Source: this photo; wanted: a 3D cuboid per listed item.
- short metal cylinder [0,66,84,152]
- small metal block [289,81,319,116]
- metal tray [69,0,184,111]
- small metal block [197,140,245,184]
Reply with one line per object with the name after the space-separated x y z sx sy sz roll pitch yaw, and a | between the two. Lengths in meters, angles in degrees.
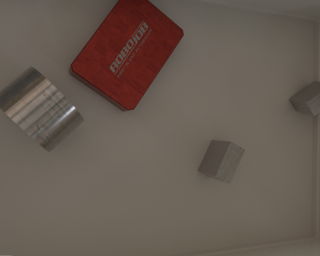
-0.129 -0.019 0.334 0.050 0.080 0.080 -46 105 -14 | short metal cylinder
0.240 -0.047 0.481 0.050 0.050 0.025 -36 102 1 | small metal block
-0.040 -0.097 0.394 0.090 0.030 0.130 36 78 -17 | metal tray
0.084 0.045 0.430 0.025 0.050 0.050 30 80 -18 | small metal block
